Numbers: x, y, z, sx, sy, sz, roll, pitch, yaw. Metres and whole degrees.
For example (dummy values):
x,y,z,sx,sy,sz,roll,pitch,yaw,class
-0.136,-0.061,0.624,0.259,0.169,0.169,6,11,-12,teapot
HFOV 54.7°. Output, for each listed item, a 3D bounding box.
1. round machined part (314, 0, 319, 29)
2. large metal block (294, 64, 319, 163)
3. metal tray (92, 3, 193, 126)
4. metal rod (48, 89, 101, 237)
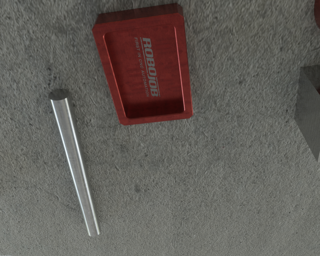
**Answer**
x,y,z,sx,sy,sz,roll,pitch,yaw,class
0.206,-0.120,0.296,0.099,0.042,0.097,0,130,0,round machined part
0.198,-0.019,0.357,0.050,0.080,0.080,-8,130,7,large metal block
-0.013,-0.065,0.348,0.090,0.030,0.129,-7,130,5,metal tray
-0.120,0.073,0.468,0.025,0.025,0.298,0,130,0,metal rod
